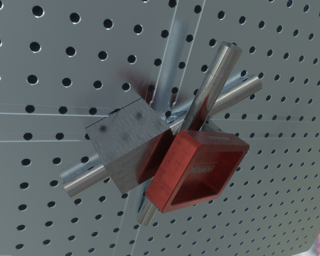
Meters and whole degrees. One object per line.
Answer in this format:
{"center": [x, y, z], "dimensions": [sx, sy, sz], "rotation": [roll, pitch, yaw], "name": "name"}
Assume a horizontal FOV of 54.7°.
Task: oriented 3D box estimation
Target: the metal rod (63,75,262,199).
{"center": [0.011, 0.007, 0.424], "dimensions": [0.301, 0.025, 0.025], "rotation": [-30, 129, -10], "name": "metal rod"}

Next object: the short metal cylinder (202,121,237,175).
{"center": [0.066, 0.034, 0.453], "dimensions": [0.081, 0.050, 0.079], "rotation": [-14, 125, -21], "name": "short metal cylinder"}

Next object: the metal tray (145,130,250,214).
{"center": [0.050, 0.050, 0.377], "dimensions": [0.131, 0.030, 0.089], "rotation": [5, 118, -52], "name": "metal tray"}

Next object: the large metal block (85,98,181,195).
{"center": [-0.033, 0.019, 0.370], "dimensions": [0.080, 0.080, 0.050], "rotation": [-30, 129, -10], "name": "large metal block"}

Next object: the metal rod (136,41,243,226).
{"center": [0.027, 0.028, 0.415], "dimensions": [0.025, 0.025, 0.298], "rotation": [4, 126, -31], "name": "metal rod"}
